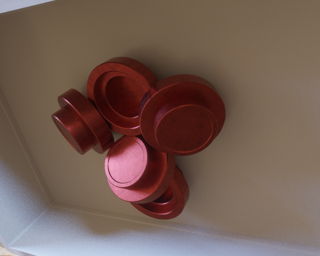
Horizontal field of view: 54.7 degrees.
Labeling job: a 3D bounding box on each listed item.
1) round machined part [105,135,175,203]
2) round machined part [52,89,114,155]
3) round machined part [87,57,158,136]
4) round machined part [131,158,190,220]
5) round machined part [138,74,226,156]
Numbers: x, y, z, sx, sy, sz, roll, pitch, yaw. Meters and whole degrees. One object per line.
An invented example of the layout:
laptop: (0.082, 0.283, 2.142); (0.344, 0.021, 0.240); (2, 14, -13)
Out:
round machined part: (-0.033, 0.047, 0.405); (0.098, 0.098, 0.042); (-6, 159, 31)
round machined part: (-0.110, -0.002, 0.424); (0.098, 0.042, 0.098); (41, 156, 23)
round machined part: (-0.039, -0.042, 0.389); (0.098, 0.042, 0.097); (13, 124, 21)
round machined part: (-0.003, 0.081, 0.447); (0.098, 0.042, 0.097); (13, 124, 21)
round machined part: (0.026, -0.007, 0.348); (0.099, 0.042, 0.097); (-4, 125, -6)
